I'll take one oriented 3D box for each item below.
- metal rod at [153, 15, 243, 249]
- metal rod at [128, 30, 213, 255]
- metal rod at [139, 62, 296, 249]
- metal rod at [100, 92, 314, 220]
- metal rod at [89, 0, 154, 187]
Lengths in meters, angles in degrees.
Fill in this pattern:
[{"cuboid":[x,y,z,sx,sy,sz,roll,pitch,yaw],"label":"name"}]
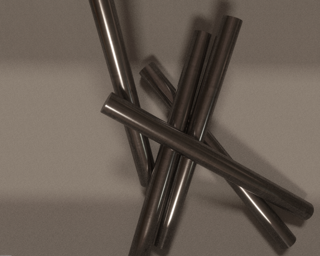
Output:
[{"cuboid":[0.043,0.013,0.387,0.025,0.025,0.298,16,100,-1],"label":"metal rod"},{"cuboid":[0.012,0.027,0.387,0.025,0.025,0.298,16,92,-1],"label":"metal rod"},{"cuboid":[0.076,0.036,0.412,0.025,0.025,0.300,-39,91,0],"label":"metal rod"},{"cuboid":[0.069,0.042,0.372,0.301,0.025,0.025,29,90,-17],"label":"metal rod"},{"cuboid":[-0.044,-0.060,0.350,0.025,0.025,0.298,-13,115,0],"label":"metal rod"}]
